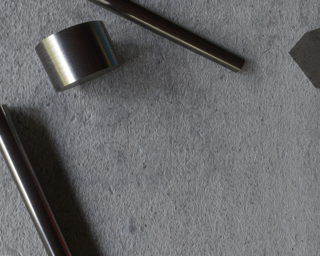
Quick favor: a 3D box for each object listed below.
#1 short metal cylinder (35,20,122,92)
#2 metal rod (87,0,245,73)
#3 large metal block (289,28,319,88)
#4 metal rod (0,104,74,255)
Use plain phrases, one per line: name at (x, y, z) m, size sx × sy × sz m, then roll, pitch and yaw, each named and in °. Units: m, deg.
short metal cylinder at (-0.089, -0.079, 0.347) m, size 0.081 × 0.080 × 0.050 m, roll -27°, pitch 99°, yaw -18°
metal rod at (-0.017, -0.143, 0.403) m, size 0.302 × 0.025 × 0.025 m, roll 21°, pitch 83°, yaw -19°
large metal block at (0.266, -0.112, 0.480) m, size 0.080 × 0.080 × 0.050 m, roll 46°, pitch 76°, yaw -15°
metal rod at (-0.130, 0.116, 0.361) m, size 0.025 × 0.025 × 0.298 m, roll -23°, pitch 98°, yaw -19°
